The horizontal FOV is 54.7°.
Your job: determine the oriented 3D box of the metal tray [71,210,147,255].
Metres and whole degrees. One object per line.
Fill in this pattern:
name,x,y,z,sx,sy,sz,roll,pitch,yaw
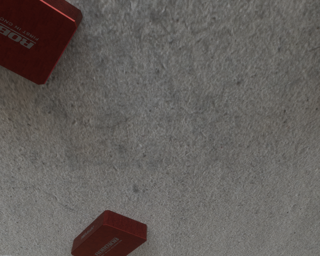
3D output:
metal tray,-0.096,0.211,0.582,0.090,0.030,0.129,29,124,-23

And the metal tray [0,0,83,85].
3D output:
metal tray,-0.157,-0.111,0.307,0.131,0.030,0.090,29,124,-23
